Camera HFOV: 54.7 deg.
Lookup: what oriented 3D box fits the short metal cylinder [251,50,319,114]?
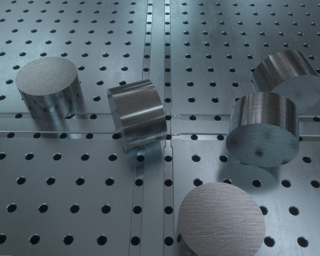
[{"bbox_3d":[0.173,-0.058,0.423,0.081,0.080,0.050,-6,51,-6],"label":"short metal cylinder"}]

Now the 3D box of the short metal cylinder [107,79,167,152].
[{"bbox_3d":[-0.030,-0.016,0.385,0.050,0.080,0.080,-17,52,-14],"label":"short metal cylinder"}]

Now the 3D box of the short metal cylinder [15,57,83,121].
[{"bbox_3d":[-0.153,-0.056,0.436,0.081,0.050,0.080,0,50,0],"label":"short metal cylinder"}]

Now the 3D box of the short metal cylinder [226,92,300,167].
[{"bbox_3d":[0.123,0.003,0.371,0.080,0.080,0.050,12,51,9],"label":"short metal cylinder"}]

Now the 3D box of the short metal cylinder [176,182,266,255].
[{"bbox_3d":[0.057,0.101,0.307,0.081,0.050,0.080,0,50,0],"label":"short metal cylinder"}]
